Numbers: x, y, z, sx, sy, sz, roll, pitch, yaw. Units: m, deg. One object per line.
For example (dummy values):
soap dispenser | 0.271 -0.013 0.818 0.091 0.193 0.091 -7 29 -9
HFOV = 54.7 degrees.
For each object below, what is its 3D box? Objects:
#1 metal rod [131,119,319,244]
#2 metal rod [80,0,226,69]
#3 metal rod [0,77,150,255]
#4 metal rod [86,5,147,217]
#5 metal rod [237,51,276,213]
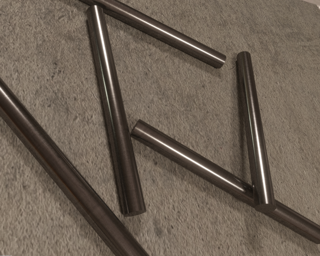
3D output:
metal rod | 0.096 0.075 0.411 0.301 0.025 0.025 31 52 -9
metal rod | -0.028 -0.169 0.493 0.302 0.025 0.025 22 53 -15
metal rod | -0.087 0.061 0.320 0.300 0.025 0.025 48 51 6
metal rod | -0.061 -0.039 0.395 0.025 0.025 0.299 0 62 -29
metal rod | 0.141 -0.017 0.474 0.025 0.025 0.300 21 48 -17
